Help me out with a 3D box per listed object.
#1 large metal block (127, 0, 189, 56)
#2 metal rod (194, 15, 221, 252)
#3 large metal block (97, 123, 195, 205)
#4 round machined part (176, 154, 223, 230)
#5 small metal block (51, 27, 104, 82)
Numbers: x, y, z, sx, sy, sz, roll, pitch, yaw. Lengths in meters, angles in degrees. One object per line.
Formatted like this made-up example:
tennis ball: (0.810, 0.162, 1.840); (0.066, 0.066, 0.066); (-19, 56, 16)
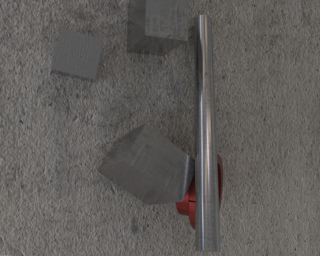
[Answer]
large metal block: (-0.005, -0.139, 0.378); (0.050, 0.080, 0.080); (2, 90, -20)
metal rod: (0.054, -0.013, 0.371); (0.025, 0.025, 0.299); (12, 64, -20)
large metal block: (-0.016, 0.047, 0.368); (0.080, 0.080, 0.050); (38, 59, -16)
round machined part: (0.051, 0.081, 0.400); (0.042, 0.098, 0.097); (3, 89, 22)
small metal block: (-0.099, -0.086, 0.372); (0.050, 0.025, 0.050); (12, 86, -20)
